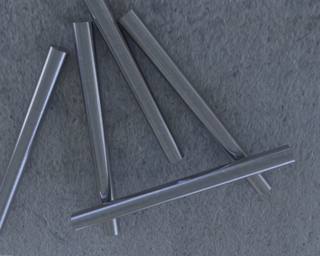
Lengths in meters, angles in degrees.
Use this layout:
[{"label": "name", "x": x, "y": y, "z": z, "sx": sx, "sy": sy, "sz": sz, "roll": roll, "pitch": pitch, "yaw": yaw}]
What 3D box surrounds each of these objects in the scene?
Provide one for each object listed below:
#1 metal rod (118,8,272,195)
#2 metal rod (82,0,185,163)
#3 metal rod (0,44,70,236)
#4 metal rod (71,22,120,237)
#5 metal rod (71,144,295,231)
[{"label": "metal rod", "x": 0.055, "y": -0.023, "z": 0.402, "sx": 0.025, "sy": 0.025, "sz": 0.300, "roll": -37, "pitch": 106, "yaw": 12}, {"label": "metal rod", "x": -0.043, "y": -0.085, "z": 0.377, "sx": 0.025, "sy": 0.025, "sz": 0.299, "roll": -25, "pitch": 109, "yaw": 8}, {"label": "metal rod", "x": -0.185, "y": 0.031, "z": 0.418, "sx": 0.025, "sy": 0.025, "sz": 0.298, "roll": 24, "pitch": 108, "yaw": -9}, {"label": "metal rod", "x": -0.082, "y": 0.015, "z": 0.414, "sx": 0.025, "sy": 0.025, "sz": 0.298, "roll": -4, "pitch": 110, "yaw": 1}, {"label": "metal rod", "x": 0.025, "y": 0.081, "z": 0.412, "sx": 0.301, "sy": 0.025, "sz": 0.025, "roll": -19, "pitch": 109, "yaw": 6}]
